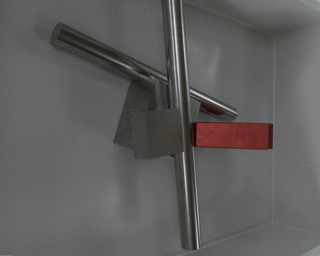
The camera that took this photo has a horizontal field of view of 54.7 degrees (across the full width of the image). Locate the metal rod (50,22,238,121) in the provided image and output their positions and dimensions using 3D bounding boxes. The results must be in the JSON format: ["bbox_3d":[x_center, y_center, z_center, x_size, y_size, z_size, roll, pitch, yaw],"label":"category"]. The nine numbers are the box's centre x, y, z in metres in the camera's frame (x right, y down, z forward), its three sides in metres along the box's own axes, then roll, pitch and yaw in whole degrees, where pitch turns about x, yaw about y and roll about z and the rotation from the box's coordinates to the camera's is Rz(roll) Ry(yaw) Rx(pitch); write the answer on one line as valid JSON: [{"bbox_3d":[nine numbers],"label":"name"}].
[{"bbox_3d":[0.005,-0.059,0.411,0.302,0.025,0.025,19,78,-39],"label":"metal rod"}]

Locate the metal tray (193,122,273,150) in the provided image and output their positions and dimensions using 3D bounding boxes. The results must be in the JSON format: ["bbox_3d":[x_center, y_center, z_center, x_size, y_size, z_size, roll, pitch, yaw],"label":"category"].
[{"bbox_3d":[0.102,0.009,0.416,0.130,0.090,0.030,1,90,-72],"label":"metal tray"}]

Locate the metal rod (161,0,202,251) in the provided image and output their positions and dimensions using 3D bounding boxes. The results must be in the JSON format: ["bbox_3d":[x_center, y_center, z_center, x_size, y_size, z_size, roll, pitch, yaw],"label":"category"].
[{"bbox_3d":[0.026,-0.006,0.363,0.025,0.025,0.298,-8,96,-40],"label":"metal rod"}]

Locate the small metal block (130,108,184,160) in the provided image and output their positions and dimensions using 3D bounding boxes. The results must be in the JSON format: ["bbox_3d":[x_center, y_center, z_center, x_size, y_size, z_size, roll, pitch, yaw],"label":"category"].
[{"bbox_3d":[-0.003,0.005,0.339,0.050,0.025,0.050,-9,95,-40],"label":"small metal block"}]

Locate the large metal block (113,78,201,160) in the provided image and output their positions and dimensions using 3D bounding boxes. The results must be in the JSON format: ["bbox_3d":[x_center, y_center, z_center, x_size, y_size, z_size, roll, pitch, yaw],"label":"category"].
[{"bbox_3d":[-0.002,-0.008,0.389,0.080,0.050,0.080,23,76,-38],"label":"large metal block"}]
